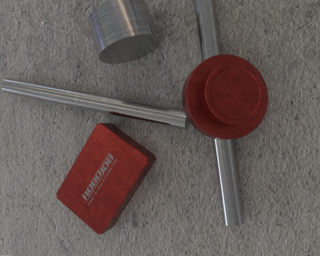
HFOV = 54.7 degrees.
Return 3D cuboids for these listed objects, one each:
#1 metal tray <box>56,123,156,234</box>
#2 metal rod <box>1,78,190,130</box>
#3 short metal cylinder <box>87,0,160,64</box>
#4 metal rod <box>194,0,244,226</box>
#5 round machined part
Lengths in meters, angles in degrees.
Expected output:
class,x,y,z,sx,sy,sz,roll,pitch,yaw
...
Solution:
class,x,y,z,sx,sy,sz,roll,pitch,yaw
metal tray,-0.077,0.069,0.434,0.090,0.030,0.129,35,101,16
metal rod,-0.103,-0.039,0.445,0.301,0.025,0.025,12,94,19
short metal cylinder,-0.046,-0.122,0.396,0.080,0.080,0.050,-20,83,19
metal rod,0.071,-0.033,0.383,0.025,0.025,0.298,-8,87,20
round machined part,0.077,-0.036,0.350,0.099,0.042,0.097,1,86,-10
